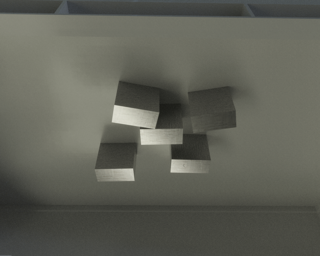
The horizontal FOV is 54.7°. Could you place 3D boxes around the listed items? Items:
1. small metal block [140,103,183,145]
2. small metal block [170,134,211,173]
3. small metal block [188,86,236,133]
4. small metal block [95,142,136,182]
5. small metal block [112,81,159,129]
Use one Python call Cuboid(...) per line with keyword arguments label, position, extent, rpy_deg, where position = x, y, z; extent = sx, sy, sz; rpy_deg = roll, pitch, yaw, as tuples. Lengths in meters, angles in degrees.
Cuboid(label="small metal block", position=(0.002, -0.006, 0.388), extent=(0.050, 0.050, 0.025), rpy_deg=(-1, 130, 0))
Cuboid(label="small metal block", position=(0.039, 0.034, 0.422), extent=(0.050, 0.050, 0.025), rpy_deg=(2, 130, -2))
Cuboid(label="small metal block", position=(0.062, -0.023, 0.374), extent=(0.050, 0.050, 0.025), rpy_deg=(-8, 130, 6))
Cuboid(label="small metal block", position=(-0.060, 0.047, 0.432), extent=(0.050, 0.050, 0.025), rpy_deg=(-1, 130, 1))
Cuboid(label="small metal block", position=(-0.028, -0.028, 0.368), extent=(0.050, 0.050, 0.025), rpy_deg=(9, 130, -8))
